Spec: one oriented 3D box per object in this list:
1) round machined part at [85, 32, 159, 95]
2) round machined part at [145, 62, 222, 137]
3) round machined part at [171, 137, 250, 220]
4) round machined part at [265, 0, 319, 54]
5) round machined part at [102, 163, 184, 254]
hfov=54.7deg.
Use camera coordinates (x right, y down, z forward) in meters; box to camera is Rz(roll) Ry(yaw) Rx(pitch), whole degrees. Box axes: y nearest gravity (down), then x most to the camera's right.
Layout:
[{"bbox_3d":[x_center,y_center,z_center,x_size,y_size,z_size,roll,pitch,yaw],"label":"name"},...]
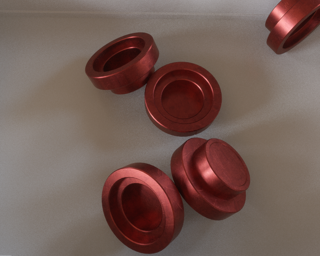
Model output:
[{"bbox_3d":[-0.046,-0.082,0.414,0.098,0.042,0.098,-16,40,15],"label":"round machined part"},{"bbox_3d":[0.029,-0.035,0.411,0.099,0.042,0.098,1,72,-3],"label":"round machined part"},{"bbox_3d":[0.064,0.051,0.354,0.098,0.042,0.098,27,39,-24],"label":"round machined part"},{"bbox_3d":[0.186,-0.152,0.428,0.098,0.098,0.042,-34,73,-11],"label":"round machined part"},{"bbox_3d":[-0.015,0.086,0.351,0.098,0.042,0.097,7,103,32],"label":"round machined part"}]
